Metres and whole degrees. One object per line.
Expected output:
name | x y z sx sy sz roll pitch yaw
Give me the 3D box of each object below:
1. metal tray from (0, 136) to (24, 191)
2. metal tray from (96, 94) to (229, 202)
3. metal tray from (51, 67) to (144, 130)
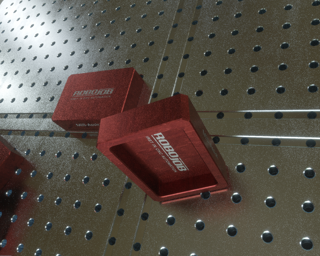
metal tray | -0.297 0.056 0.523 0.130 0.030 0.090 28 76 37
metal tray | 0.008 0.028 0.316 0.090 0.130 0.030 -17 49 18
metal tray | -0.097 -0.044 0.481 0.130 0.030 0.090 -1 61 27
